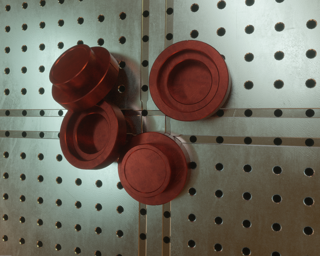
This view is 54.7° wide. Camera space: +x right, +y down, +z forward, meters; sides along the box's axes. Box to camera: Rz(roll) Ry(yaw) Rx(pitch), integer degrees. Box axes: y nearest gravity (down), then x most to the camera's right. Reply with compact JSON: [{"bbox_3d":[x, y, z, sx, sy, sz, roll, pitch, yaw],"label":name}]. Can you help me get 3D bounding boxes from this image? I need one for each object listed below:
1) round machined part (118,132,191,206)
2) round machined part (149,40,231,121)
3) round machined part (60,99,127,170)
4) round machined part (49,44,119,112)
[{"bbox_3d":[-0.012,0.054,0.407,0.098,0.042,0.097,0,90,19],"label":"round machined part"},{"bbox_3d":[0.039,-0.057,0.389,0.098,0.042,0.097,0,90,19],"label":"round machined part"},{"bbox_3d":[-0.086,0.009,0.426,0.098,0.042,0.097,-5,79,27],"label":"round machined part"},{"bbox_3d":[-0.108,-0.074,0.416,0.098,0.042,0.098,-16,52,22],"label":"round machined part"}]
